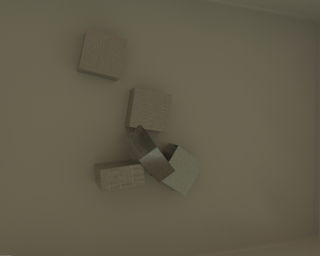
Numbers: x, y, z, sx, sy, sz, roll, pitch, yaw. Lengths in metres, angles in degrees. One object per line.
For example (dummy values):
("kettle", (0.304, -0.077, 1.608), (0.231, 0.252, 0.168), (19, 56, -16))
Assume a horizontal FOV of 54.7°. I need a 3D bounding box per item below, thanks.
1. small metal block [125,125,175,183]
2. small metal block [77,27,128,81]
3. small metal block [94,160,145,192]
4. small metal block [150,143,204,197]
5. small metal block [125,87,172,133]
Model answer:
("small metal block", (-0.012, 0.032, 0.381), (0.025, 0.050, 0.050), (-37, 130, -1))
("small metal block", (-0.071, -0.090, 0.384), (0.050, 0.025, 0.050), (12, 86, -20))
("small metal block", (-0.051, 0.056, 0.378), (0.050, 0.050, 0.025), (-6, 93, -20))
("small metal block", (0.023, 0.055, 0.415), (0.050, 0.025, 0.050), (37, 78, -27))
("small metal block", (-0.015, -0.022, 0.405), (0.050, 0.025, 0.050), (9, 87, -20))
